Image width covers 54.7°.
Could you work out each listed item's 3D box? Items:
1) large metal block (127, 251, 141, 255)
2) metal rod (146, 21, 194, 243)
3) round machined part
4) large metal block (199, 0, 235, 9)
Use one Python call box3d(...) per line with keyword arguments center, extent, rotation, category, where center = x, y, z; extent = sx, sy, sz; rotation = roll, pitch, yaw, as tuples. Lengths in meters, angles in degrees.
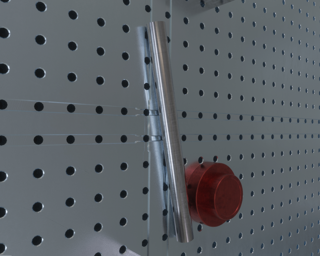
box3d(center=(-0.028, 0.198, 0.351), extent=(0.081, 0.080, 0.050), rotation=(-35, 112, -35), category="large metal block")
box3d(center=(0.015, 0.010, 0.422), extent=(0.025, 0.025, 0.298), rotation=(-14, 99, -39), category="metal rod")
box3d(center=(0.090, 0.103, 0.474), extent=(0.099, 0.042, 0.097), rotation=(0, 90, -40), category="round machined part")
box3d(center=(0.074, -0.237, 0.455), extent=(0.081, 0.050, 0.080), rotation=(17, 80, -39), category="large metal block")
